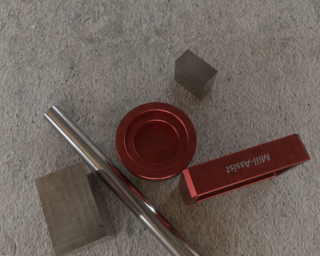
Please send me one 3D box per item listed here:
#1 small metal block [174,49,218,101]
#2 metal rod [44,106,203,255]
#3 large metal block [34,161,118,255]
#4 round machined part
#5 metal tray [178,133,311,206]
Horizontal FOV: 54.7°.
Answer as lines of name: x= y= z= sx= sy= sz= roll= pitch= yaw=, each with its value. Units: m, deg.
small metal block: x=0.047 y=-0.071 z=0.421 sx=0.050 sy=0.050 sz=0.025 roll=40 pitch=75 yaw=13
metal rod: x=-0.039 y=0.080 z=0.378 sx=0.025 sy=0.025 sz=0.300 roll=-43 pitch=76 yaw=-14
large metal block: x=-0.090 y=0.092 z=0.345 sx=0.050 sy=0.080 sz=0.080 roll=-21 pitch=72 yaw=-7
round machined part: x=-0.005 y=0.020 z=0.392 sx=0.099 sy=0.042 sz=0.098 roll=0 pitch=70 yaw=0
metal tray: x=0.089 y=0.051 z=0.355 sx=0.131 sy=0.090 sz=0.030 roll=-17 pitch=71 yaw=-6
